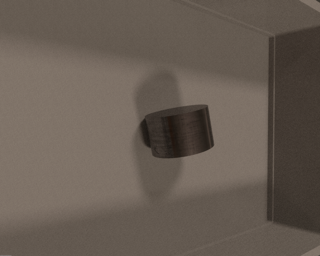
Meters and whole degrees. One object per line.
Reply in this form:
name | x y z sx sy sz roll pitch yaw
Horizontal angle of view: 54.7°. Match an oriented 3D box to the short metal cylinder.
short metal cylinder | 0.025 0.002 0.394 0.081 0.080 0.050 -18 102 -39
